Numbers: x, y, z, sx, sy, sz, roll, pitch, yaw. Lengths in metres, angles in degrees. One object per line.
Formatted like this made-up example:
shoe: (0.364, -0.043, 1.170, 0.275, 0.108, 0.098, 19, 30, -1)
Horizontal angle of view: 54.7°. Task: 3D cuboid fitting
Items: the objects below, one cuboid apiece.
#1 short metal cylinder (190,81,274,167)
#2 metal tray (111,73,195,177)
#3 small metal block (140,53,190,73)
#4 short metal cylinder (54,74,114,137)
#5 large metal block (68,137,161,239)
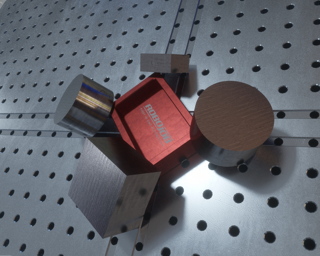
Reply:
short metal cylinder: (0.075, -0.004, 0.335, 0.081, 0.050, 0.080, 1, 65, -1)
metal tray: (-0.007, -0.007, 0.412, 0.090, 0.030, 0.130, -35, 51, 4)
small metal block: (0.007, -0.093, 0.442, 0.050, 0.050, 0.025, 10, 104, 32)
short metal cylinder: (-0.111, -0.031, 0.451, 0.080, 0.050, 0.080, -36, 38, 35)
large metal block: (-0.055, 0.065, 0.359, 0.080, 0.050, 0.079, 35, 112, 38)
